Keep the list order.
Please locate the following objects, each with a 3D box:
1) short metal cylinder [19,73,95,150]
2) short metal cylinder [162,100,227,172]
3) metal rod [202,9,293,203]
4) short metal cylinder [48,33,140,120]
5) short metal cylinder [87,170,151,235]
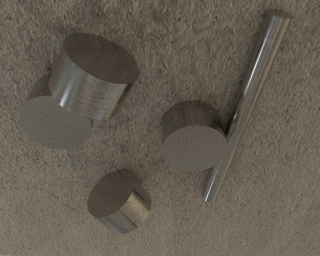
[{"bbox_3d":[-0.119,-0.020,0.372,0.081,0.050,0.079,0,130,0],"label":"short metal cylinder"},{"bbox_3d":[0.042,0.011,0.401,0.081,0.050,0.079,0,130,0],"label":"short metal cylinder"},{"bbox_3d":[0.100,-0.002,0.406,0.025,0.025,0.298,6,130,-5],"label":"metal rod"},{"bbox_3d":[-0.069,-0.054,0.324,0.080,0.080,0.050,22,127,-18],"label":"short metal cylinder"},{"bbox_3d":[-0.060,0.110,0.465,0.080,0.080,0.050,-22,127,17],"label":"short metal cylinder"}]
